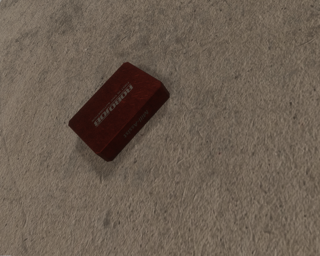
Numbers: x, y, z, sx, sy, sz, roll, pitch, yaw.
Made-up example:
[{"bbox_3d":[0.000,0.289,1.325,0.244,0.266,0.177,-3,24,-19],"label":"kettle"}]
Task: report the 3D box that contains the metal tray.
[{"bbox_3d":[-0.061,-0.027,0.447,0.130,0.030,0.090,-48,52,-6],"label":"metal tray"}]
